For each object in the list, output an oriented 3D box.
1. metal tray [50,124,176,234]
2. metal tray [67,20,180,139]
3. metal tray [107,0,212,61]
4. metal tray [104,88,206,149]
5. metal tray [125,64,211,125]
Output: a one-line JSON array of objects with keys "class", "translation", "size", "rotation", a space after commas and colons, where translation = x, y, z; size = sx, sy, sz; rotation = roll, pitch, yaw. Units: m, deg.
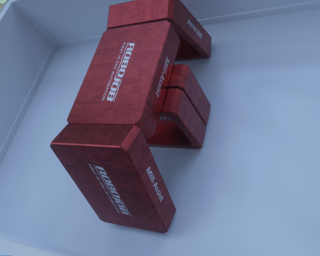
[{"class": "metal tray", "translation": [-0.044, 0.055, 0.324], "size": [0.090, 0.129, 0.030], "rotation": [1, 41, 28]}, {"class": "metal tray", "translation": [-0.037, -0.054, 0.337], "size": [0.090, 0.030, 0.130], "rotation": [1, 62, 28]}, {"class": "metal tray", "translation": [0.004, -0.124, 0.410], "size": [0.090, 0.131, 0.030], "rotation": [1, 83, 28]}, {"class": "metal tray", "translation": [-0.020, -0.009, 0.379], "size": [0.130, 0.090, 0.030], "rotation": [1, 62, 28]}, {"class": "metal tray", "translation": [-0.012, -0.037, 0.391], "size": [0.130, 0.090, 0.030], "rotation": [1, 62, 28]}]
